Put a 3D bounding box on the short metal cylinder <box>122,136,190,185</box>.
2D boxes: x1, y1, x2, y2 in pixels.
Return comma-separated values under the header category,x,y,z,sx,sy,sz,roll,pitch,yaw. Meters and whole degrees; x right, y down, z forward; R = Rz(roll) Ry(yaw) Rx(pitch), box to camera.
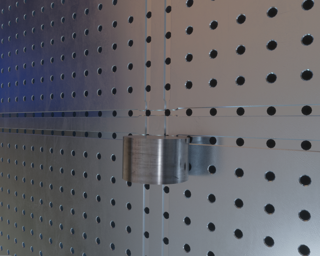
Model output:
category,x,y,z,sx,sy,sz,roll,pitch,yaw
short metal cylinder,-0.005,0.036,0.376,0.080,0.081,0.050,2,92,39
